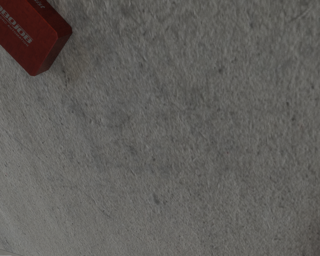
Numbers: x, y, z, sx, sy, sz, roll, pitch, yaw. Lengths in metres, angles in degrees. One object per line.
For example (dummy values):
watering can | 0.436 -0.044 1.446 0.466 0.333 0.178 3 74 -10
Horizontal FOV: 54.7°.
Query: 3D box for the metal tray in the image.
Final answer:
metal tray | -0.188 -0.145 0.411 0.130 0.030 0.090 47 129 -5
